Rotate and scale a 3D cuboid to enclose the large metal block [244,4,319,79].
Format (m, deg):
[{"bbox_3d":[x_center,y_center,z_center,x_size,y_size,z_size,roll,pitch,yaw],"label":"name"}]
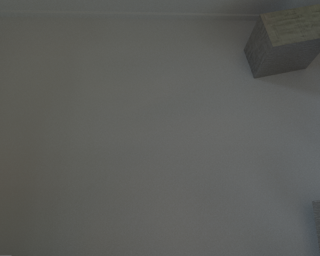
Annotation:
[{"bbox_3d":[0.171,-0.116,0.425,0.081,0.080,0.050,-11,71,-5],"label":"large metal block"}]

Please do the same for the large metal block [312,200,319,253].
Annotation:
[{"bbox_3d":[0.222,0.117,0.333,0.050,0.080,0.080,10,68,-24],"label":"large metal block"}]
